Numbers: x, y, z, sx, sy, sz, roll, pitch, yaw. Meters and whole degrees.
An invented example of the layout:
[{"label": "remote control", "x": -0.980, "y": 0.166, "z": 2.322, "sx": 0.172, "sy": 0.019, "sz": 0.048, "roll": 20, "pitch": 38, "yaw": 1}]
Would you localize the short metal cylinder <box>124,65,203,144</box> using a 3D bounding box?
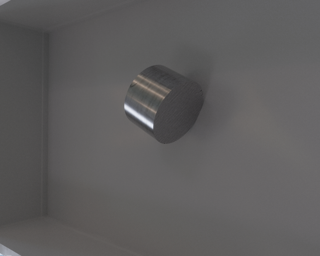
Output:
[{"label": "short metal cylinder", "x": 0.005, "y": -0.028, "z": 0.368, "sx": 0.050, "sy": 0.081, "sz": 0.080, "roll": 35, "pitch": 112, "yaw": 35}]
